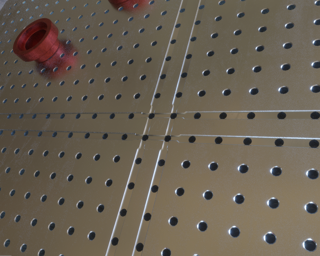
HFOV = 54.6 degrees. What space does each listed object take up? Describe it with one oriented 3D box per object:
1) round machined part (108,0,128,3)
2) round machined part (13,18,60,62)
[{"bbox_3d":[-0.077,-0.303,0.625,0.098,0.042,0.098,-13,56,21],"label":"round machined part"},{"bbox_3d":[-0.247,-0.174,0.636,0.098,0.042,0.098,-13,56,21],"label":"round machined part"}]
